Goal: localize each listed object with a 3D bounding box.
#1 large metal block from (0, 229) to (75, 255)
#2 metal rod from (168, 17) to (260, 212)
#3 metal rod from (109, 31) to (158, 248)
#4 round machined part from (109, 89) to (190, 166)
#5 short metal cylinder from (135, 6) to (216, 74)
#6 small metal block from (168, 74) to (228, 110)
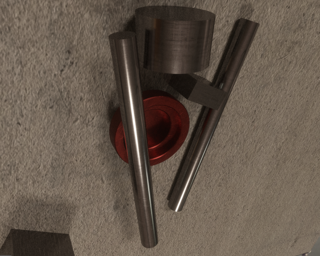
[{"bbox_3d":[-0.158,0.181,0.398,0.080,0.080,0.050,22,107,-37],"label":"large metal block"},{"bbox_3d":[0.069,-0.004,0.443,0.025,0.025,0.298,4,116,-31],"label":"metal rod"},{"bbox_3d":[-0.024,0.039,0.364,0.025,0.025,0.298,-18,126,-19],"label":"metal rod"},{"bbox_3d":[-0.016,-0.003,0.387,0.099,0.042,0.097,-14,125,-21],"label":"round machined part"},{"bbox_3d":[0.014,-0.094,0.322,0.081,0.080,0.050,-11,123,-23],"label":"short metal cylinder"},{"bbox_3d":[0.047,-0.050,0.387,0.050,0.050,0.025,15,110,-35],"label":"small metal block"}]
